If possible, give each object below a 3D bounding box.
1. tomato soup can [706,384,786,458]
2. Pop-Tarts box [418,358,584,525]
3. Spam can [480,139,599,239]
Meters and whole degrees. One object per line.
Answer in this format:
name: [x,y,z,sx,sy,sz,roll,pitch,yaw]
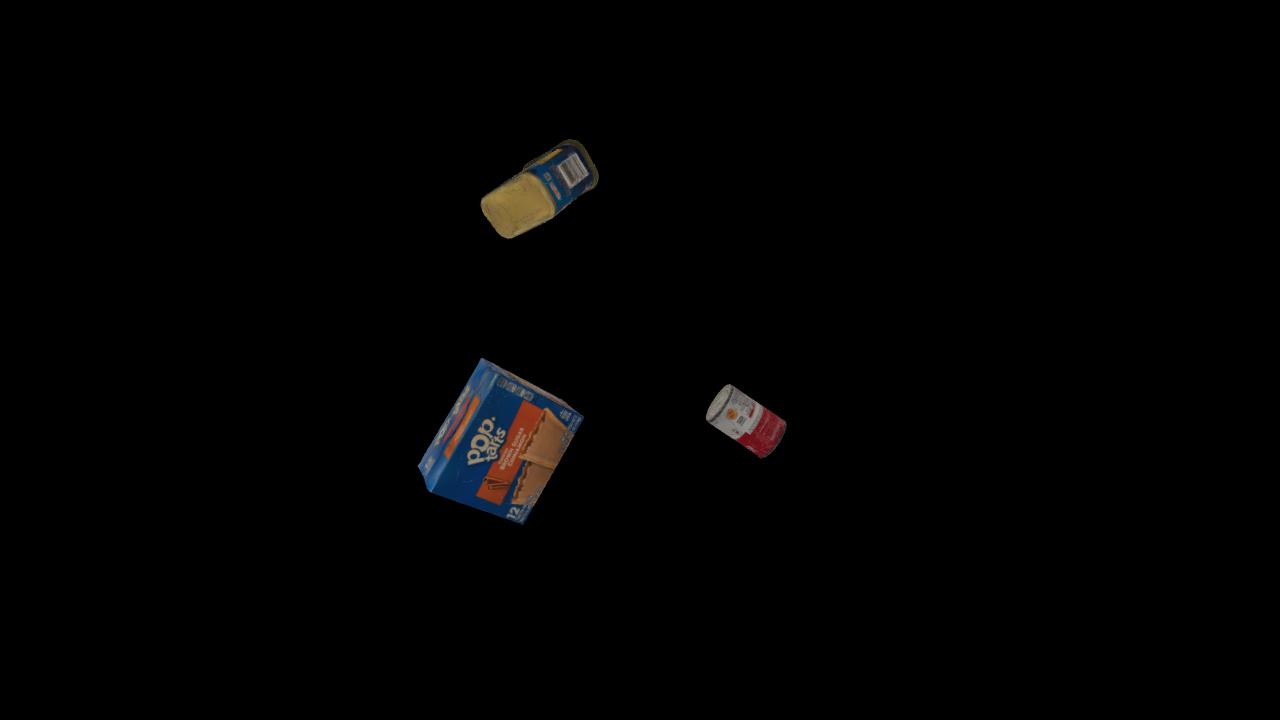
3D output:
tomato soup can: [0.156,0.090,0.912,0.101,0.068,0.068,34,-4,-6]
Pop-Tarts box: [-0.182,0.108,0.811,0.141,0.167,0.083,32,-4,-34]
Spam can: [-0.108,-0.181,0.657,0.101,0.058,0.085,-13,28,41]
